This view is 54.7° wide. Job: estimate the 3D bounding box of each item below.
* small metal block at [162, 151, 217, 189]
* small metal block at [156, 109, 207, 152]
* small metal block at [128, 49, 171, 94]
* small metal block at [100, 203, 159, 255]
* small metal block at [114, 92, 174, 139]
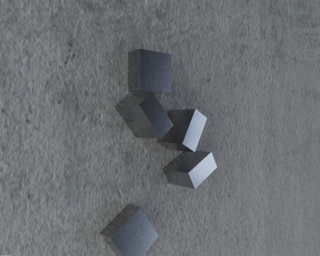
[{"bbox_3d":[0.041,0.055,0.425,0.050,0.050,0.025,-36,113,-34],"label":"small metal block"},{"bbox_3d":[0.029,0.003,0.415,0.025,0.050,0.050,35,68,-35],"label":"small metal block"},{"bbox_3d":[-0.013,-0.071,0.396,0.050,0.025,0.050,-1,91,-40],"label":"small metal block"},{"bbox_3d":[-0.036,0.130,0.377,0.050,0.025,0.050,-42,116,-32],"label":"small metal block"},{"bbox_3d":[-0.020,-0.015,0.374,0.025,0.050,0.050,-48,119,-29],"label":"small metal block"}]
